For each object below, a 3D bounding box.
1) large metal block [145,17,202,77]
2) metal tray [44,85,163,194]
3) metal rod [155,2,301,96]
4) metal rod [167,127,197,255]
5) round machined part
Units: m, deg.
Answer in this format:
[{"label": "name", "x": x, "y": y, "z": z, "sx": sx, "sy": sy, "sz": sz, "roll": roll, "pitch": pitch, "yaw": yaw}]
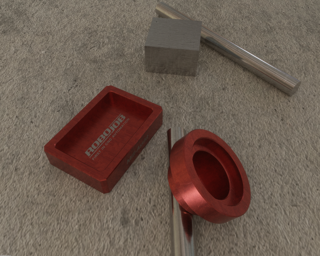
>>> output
[{"label": "large metal block", "x": 0.023, "y": -0.131, "z": 0.498, "sx": 0.080, "sy": 0.050, "sz": 0.080, "roll": 6, "pitch": 50, "yaw": 5}, {"label": "metal tray", "x": -0.066, "y": 0.008, "z": 0.392, "sx": 0.090, "sy": 0.030, "sz": 0.130, "roll": 24, "pitch": 54, "yaw": 19}, {"label": "metal rod", "x": 0.100, "y": -0.144, "z": 0.525, "sx": 0.025, "sy": 0.025, "sz": 0.300, "roll": -34, "pitch": 58, "yaw": -25}, {"label": "metal rod", "x": 0.024, "y": 0.121, "z": 0.301, "sx": 0.025, "sy": 0.025, "sz": 0.300, "roll": 0, "pitch": 50, "yaw": -1}, {"label": "round machined part", "x": 0.047, "y": 0.053, "z": 0.327, "sx": 0.098, "sy": 0.042, "sz": 0.098, "roll": 28, "pitch": 42, "yaw": -29}]
